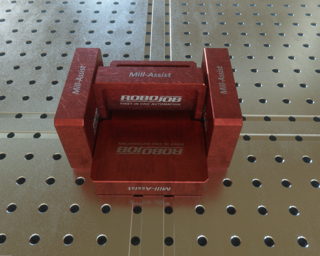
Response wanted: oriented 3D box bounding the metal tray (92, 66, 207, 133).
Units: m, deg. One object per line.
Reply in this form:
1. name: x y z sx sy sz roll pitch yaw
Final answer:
1. metal tray: -0.012 -0.033 0.391 0.131 0.089 0.030 1 50 0

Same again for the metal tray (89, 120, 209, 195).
1. metal tray: -0.012 0.033 0.374 0.131 0.030 0.090 1 50 0

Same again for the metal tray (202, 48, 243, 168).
1. metal tray: 0.070 -0.027 0.388 0.030 0.089 0.130 1 50 0

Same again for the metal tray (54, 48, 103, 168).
1. metal tray: -0.092 -0.027 0.386 0.030 0.089 0.130 1 50 0

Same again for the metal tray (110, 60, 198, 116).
1. metal tray: -0.010 -0.059 0.454 0.131 0.030 0.090 1 50 0
